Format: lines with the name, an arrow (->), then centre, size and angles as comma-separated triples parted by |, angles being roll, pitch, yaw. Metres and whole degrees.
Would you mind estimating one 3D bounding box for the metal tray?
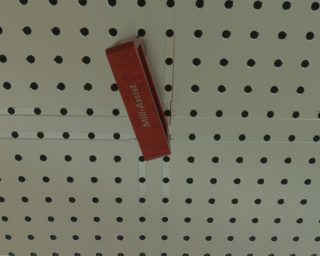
metal tray -> -0.021, -0.038, 0.364 | 0.030, 0.090, 0.129 | -16, 110, 6
